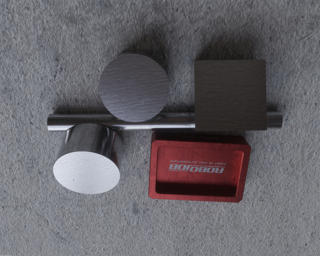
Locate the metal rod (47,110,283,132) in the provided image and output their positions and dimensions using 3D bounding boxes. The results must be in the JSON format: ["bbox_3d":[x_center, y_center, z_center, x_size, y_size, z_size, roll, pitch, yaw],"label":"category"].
[{"bbox_3d":[0.007,-0.009,0.409,0.302,0.025,0.025,-1,110,0],"label":"metal rod"}]

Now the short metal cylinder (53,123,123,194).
[{"bbox_3d":[-0.090,0.040,0.399,0.081,0.050,0.079,-1,131,-1],"label":"short metal cylinder"}]

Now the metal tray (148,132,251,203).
[{"bbox_3d":[0.051,0.055,0.428,0.131,0.030,0.089,3,110,-2],"label":"metal tray"}]

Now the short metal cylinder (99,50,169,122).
[{"bbox_3d":[-0.029,-0.053,0.378,0.081,0.050,0.079,0,110,0],"label":"short metal cylinder"}]

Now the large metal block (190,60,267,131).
[{"bbox_3d":[0.079,-0.036,0.372,0.081,0.050,0.080,-1,89,0],"label":"large metal block"}]
